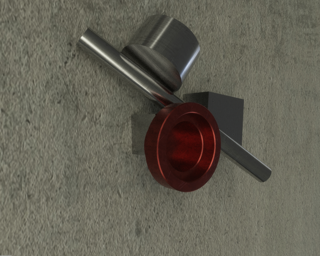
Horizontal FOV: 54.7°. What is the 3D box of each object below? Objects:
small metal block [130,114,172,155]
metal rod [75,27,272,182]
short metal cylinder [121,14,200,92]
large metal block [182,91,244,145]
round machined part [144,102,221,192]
[{"bbox_3d":[-0.011,0.008,0.383,0.025,0.050,0.050,-3,92,-40],"label":"small metal block"},{"bbox_3d":[0.031,-0.017,0.386,0.301,0.025,0.025,36,67,-19],"label":"metal rod"},{"bbox_3d":[0.001,-0.087,0.373,0.080,0.080,0.050,45,63,-31],"label":"short metal cylinder"},{"bbox_3d":[0.077,-0.007,0.458,0.081,0.050,0.080,6,86,-40],"label":"large metal block"},{"bbox_3d":[0.021,0.020,0.351,0.099,0.042,0.097,-2,93,-40],"label":"round machined part"}]
